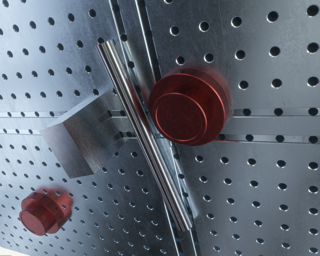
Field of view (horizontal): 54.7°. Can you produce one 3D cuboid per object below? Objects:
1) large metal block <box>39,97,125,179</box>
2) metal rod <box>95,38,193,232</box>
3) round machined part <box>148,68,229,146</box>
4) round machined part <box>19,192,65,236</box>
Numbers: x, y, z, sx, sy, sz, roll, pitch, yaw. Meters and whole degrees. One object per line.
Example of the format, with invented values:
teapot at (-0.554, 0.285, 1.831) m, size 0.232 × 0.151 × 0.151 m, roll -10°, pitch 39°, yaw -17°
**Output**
large metal block at (-0.107, 0.013, 0.440) m, size 0.050 × 0.080 × 0.080 m, roll -15°, pitch 111°, yaw 34°
metal rod at (-0.014, 0.024, 0.433) m, size 0.025 × 0.025 × 0.299 m, roll -9°, pitch 114°, yaw 32°
round machined part at (0.029, -0.019, 0.373) m, size 0.098 × 0.042 × 0.097 m, roll 13°, pitch 124°, yaw 21°
round machined part at (-0.254, 0.186, 0.649) m, size 0.098 × 0.042 × 0.097 m, roll 13°, pitch 124°, yaw 21°
